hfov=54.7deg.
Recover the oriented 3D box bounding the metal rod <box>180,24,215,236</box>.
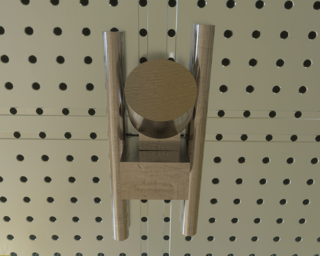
[{"bbox_3d":[0.048,0.017,0.420,0.025,0.025,0.298,2,110,-1],"label":"metal rod"}]

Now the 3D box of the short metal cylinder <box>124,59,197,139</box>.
[{"bbox_3d":[0.001,-0.033,0.365,0.081,0.050,0.080,1,66,-1],"label":"short metal cylinder"}]

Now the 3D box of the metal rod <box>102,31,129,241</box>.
[{"bbox_3d":[-0.058,0.024,0.422,0.025,0.025,0.298,1,110,0],"label":"metal rod"}]

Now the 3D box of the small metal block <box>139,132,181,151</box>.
[{"bbox_3d":[-0.001,0.007,0.402,0.050,0.050,0.025,1,110,-1],"label":"small metal block"}]

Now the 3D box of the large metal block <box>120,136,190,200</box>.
[{"bbox_3d":[-0.006,0.049,0.399,0.081,0.080,0.050,1,110,-1],"label":"large metal block"}]
